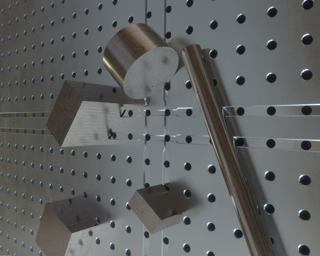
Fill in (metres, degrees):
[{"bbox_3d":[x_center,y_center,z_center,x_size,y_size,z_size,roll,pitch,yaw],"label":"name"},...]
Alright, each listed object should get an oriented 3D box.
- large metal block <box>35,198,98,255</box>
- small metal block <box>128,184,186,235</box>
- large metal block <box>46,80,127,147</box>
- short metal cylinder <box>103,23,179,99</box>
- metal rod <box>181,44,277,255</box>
[{"bbox_3d":[-0.158,0.178,0.521,0.080,0.050,0.079,32,110,35],"label":"large metal block"},{"bbox_3d":[-0.004,0.101,0.394,0.050,0.050,0.025,44,117,30],"label":"small metal block"},{"bbox_3d":[-0.109,-0.020,0.461,0.050,0.081,0.080,46,117,30],"label":"large metal block"},{"bbox_3d":[-0.024,-0.083,0.391,0.050,0.081,0.080,51,120,27],"label":"short metal cylinder"},{"bbox_3d":[0.080,0.044,0.342,0.025,0.025,0.299,-27,73,36],"label":"metal rod"}]
